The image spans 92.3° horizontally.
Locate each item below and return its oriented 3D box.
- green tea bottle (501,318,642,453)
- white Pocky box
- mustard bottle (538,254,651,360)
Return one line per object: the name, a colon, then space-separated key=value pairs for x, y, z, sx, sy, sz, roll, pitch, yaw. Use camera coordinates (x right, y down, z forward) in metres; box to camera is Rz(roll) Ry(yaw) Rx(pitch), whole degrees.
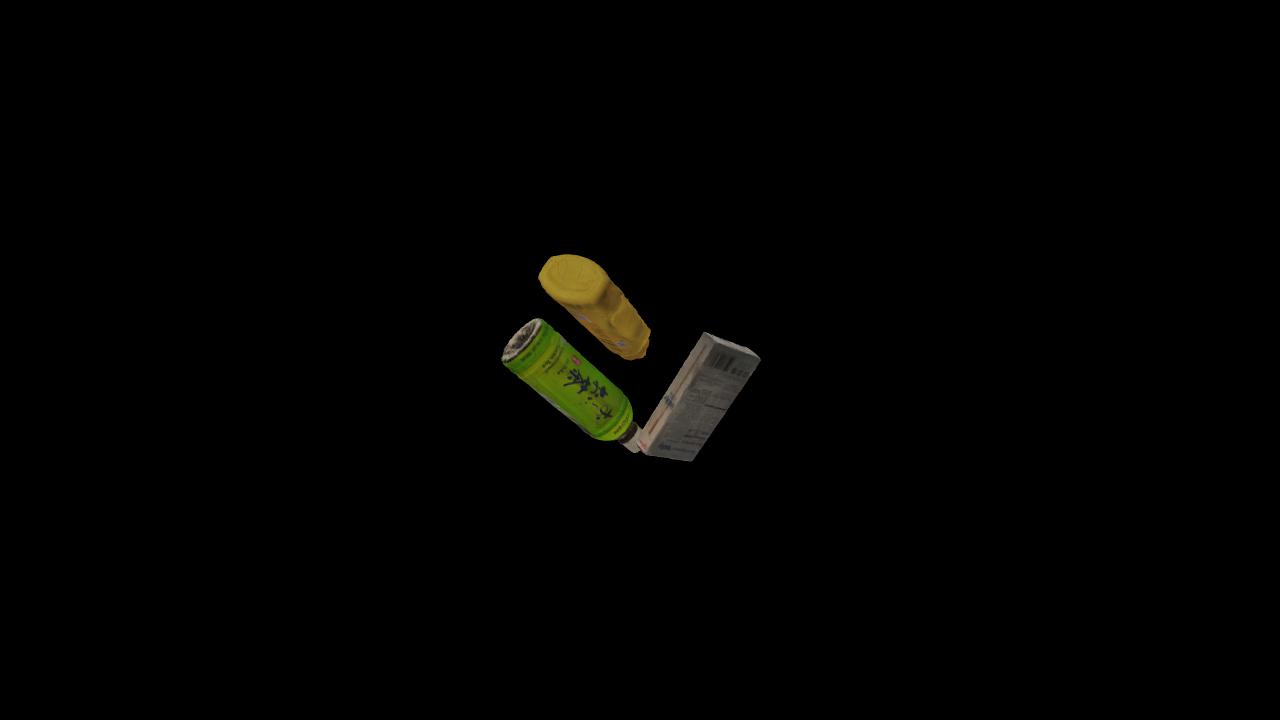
green tea bottle: x=-0.069 y=0.042 z=0.746 sx=0.212 sy=0.073 sz=0.073 roll=45 pitch=-24 yaw=-27
white Pocky box: x=0.067 y=0.046 z=0.704 sx=0.084 sy=0.154 sz=0.028 roll=17 pitch=21 yaw=-42
mustard bottle: x=-0.035 y=-0.046 z=0.699 sx=0.092 sy=0.054 sz=0.184 roll=19 pitch=-16 yaw=32
